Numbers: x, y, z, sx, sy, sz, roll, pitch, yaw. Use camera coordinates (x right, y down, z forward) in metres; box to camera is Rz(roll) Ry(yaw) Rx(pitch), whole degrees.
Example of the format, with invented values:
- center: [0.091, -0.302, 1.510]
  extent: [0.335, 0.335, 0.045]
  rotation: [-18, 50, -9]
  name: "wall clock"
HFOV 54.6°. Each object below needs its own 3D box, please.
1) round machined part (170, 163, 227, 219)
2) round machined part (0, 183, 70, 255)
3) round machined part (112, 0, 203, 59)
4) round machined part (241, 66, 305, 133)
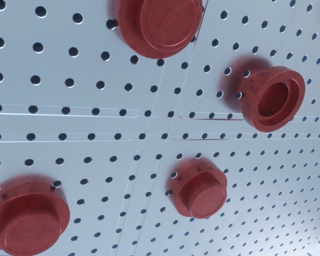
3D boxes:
- center: [0.069, 0.108, 0.504]
  extent: [0.099, 0.042, 0.097]
  rotation: [-14, 124, -21]
  name: "round machined part"
- center: [-0.162, 0.120, 0.386]
  extent: [0.099, 0.042, 0.097]
  rotation: [-14, 124, -21]
  name: "round machined part"
- center: [0.003, -0.120, 0.327]
  extent: [0.099, 0.042, 0.097]
  rotation: [-14, 124, -21]
  name: "round machined part"
- center: [0.161, -0.045, 0.459]
  extent: [0.099, 0.042, 0.097]
  rotation: [-14, 124, -21]
  name: "round machined part"
